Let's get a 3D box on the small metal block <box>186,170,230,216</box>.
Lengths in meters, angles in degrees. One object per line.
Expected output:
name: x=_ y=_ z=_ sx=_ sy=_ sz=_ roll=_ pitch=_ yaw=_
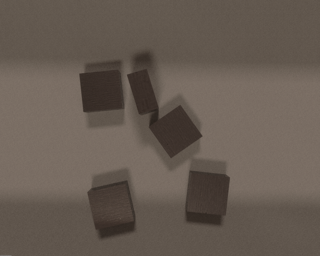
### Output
small metal block: x=0.063 y=0.086 z=0.412 sx=0.050 sy=0.025 sz=0.050 roll=6 pitch=90 yaw=-1

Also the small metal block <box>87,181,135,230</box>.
small metal block: x=-0.064 y=0.101 z=0.411 sx=0.050 sy=0.025 sz=0.050 roll=-13 pitch=90 yaw=-1

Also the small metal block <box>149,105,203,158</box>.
small metal block: x=0.020 y=0.005 z=0.412 sx=0.050 sy=0.025 sz=0.050 roll=-35 pitch=90 yaw=0

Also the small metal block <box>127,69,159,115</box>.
small metal block: x=-0.021 y=-0.044 z=0.399 sx=0.025 sy=0.050 sz=0.050 roll=-17 pitch=90 yaw=0

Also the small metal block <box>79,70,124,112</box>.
small metal block: x=-0.076 y=-0.048 z=0.410 sx=0.050 sy=0.025 sz=0.050 roll=-6 pitch=90 yaw=-1
